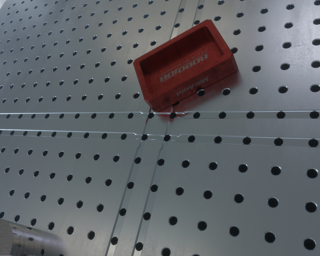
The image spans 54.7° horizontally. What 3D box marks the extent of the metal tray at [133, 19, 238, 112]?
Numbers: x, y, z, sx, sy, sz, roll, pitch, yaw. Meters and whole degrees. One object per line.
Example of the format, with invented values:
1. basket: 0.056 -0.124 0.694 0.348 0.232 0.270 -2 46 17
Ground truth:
1. metal tray: 0.032 -0.090 0.443 0.130 0.030 0.090 -27 52 11

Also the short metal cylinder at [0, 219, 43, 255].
1. short metal cylinder: -0.201 0.163 0.398 0.080 0.050 0.080 -13 56 21
